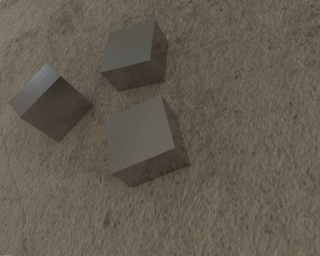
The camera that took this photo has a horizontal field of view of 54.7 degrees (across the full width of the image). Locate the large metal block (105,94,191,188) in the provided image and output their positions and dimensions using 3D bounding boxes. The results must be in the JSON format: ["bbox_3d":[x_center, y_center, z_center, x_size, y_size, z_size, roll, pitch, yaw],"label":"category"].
[{"bbox_3d":[-0.017,0.017,0.385,0.080,0.050,0.080,-23,53,13],"label":"large metal block"}]

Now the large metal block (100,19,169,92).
[{"bbox_3d":[-0.037,-0.109,0.472,0.080,0.050,0.080,-9,58,23],"label":"large metal block"}]

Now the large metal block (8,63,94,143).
[{"bbox_3d":[-0.164,-0.037,0.475,0.080,0.080,0.050,-48,52,-6],"label":"large metal block"}]
